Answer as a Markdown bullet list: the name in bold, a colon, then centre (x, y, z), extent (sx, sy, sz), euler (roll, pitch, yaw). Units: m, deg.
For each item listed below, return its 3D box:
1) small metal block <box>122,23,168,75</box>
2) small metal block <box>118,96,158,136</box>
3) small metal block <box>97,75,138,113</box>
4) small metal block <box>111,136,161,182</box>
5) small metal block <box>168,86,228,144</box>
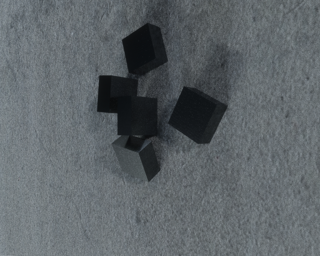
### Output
- **small metal block**: centre (-0.021, -0.106, 0.420), extent (0.050, 0.025, 0.050), euler (-20, 77, 38)
- **small metal block**: centre (-0.029, -0.015, 0.411), extent (0.025, 0.050, 0.050), euler (0, 90, 40)
- **small metal block**: centre (-0.059, -0.046, 0.435), extent (0.025, 0.050, 0.050), euler (7, 95, 39)
- **small metal block**: centre (-0.032, 0.039, 0.414), extent (0.050, 0.025, 0.050), euler (14, 133, 38)
- **small metal block**: centre (0.044, -0.015, 0.367), extent (0.050, 0.025, 0.050), euler (35, 112, 34)
